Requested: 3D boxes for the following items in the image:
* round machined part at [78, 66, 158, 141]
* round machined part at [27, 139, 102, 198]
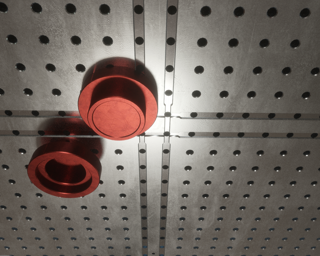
[{"bbox_3d":[-0.051,-0.023,0.381,0.099,0.042,0.097,-1,130,0],"label":"round machined part"},{"bbox_3d":[-0.133,0.054,0.445,0.099,0.042,0.097,-1,130,0],"label":"round machined part"}]
